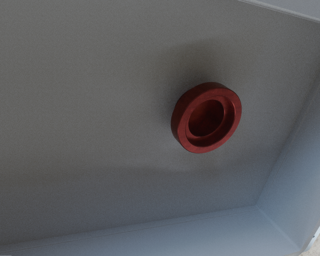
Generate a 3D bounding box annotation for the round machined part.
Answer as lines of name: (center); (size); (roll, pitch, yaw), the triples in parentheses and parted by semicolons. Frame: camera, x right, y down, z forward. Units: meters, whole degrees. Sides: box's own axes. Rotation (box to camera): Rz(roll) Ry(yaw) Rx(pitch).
round machined part: (0.058, -0.017, 0.421); (0.099, 0.042, 0.097); (-14, 125, -21)
